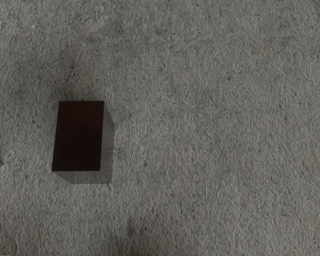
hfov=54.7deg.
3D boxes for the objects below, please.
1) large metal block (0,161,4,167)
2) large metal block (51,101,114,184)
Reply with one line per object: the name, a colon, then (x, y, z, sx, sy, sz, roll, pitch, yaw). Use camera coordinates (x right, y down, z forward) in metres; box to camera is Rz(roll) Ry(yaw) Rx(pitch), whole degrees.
large metal block: (-0.260, 0.041, 0.378, 0.080, 0.050, 0.080, 40, 75, 13)
large metal block: (-0.087, 0.020, 0.371, 0.050, 0.080, 0.080, 0, 70, 0)
